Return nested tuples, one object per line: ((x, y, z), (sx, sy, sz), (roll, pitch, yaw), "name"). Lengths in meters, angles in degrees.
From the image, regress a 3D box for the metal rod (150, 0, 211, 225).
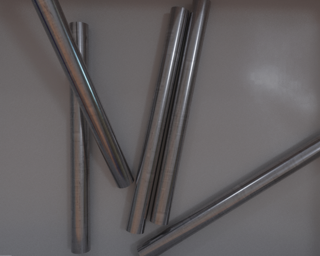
((0.027, -0.022, 0.411), (0.025, 0.025, 0.298), (11, 90, -1), "metal rod")

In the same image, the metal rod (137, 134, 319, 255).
((0.105, 0.090, 0.412), (0.301, 0.025, 0.025), (-31, 90, -1), "metal rod")

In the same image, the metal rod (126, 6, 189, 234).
((-0.003, -0.010, 0.411), (0.025, 0.025, 0.298), (12, 90, -1), "metal rod")

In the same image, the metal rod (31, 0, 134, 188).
((-0.091, -0.056, 0.351), (0.025, 0.025, 0.298), (-20, 114, 0), "metal rod")

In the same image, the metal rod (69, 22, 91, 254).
((-0.106, 0.013, 0.410), (0.025, 0.025, 0.298), (-1, 90, -1), "metal rod")
